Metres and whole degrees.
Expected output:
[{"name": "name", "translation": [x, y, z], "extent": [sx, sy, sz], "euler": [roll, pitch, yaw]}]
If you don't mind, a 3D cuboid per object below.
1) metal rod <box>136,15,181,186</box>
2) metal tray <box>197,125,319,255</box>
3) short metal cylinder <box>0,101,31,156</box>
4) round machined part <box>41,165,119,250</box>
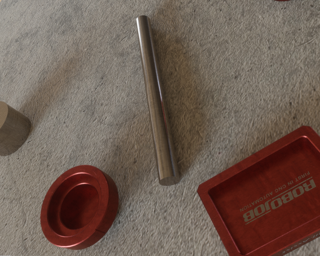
[{"name": "metal rod", "translation": [-0.009, -0.060, 0.443], "extent": [0.025, 0.025, 0.299], "euler": [-21, 54, 16]}, {"name": "metal tray", "translation": [0.113, 0.067, 0.299], "extent": [0.130, 0.030, 0.090], "euler": [-31, 52, 7]}, {"name": "short metal cylinder", "translation": [-0.270, 0.001, 0.526], "extent": [0.080, 0.050, 0.080], "euler": [-13, 56, 20]}, {"name": "round machined part", "translation": [-0.093, 0.098, 0.380], "extent": [0.098, 0.042, 0.098], "euler": [-13, 56, 20]}]
